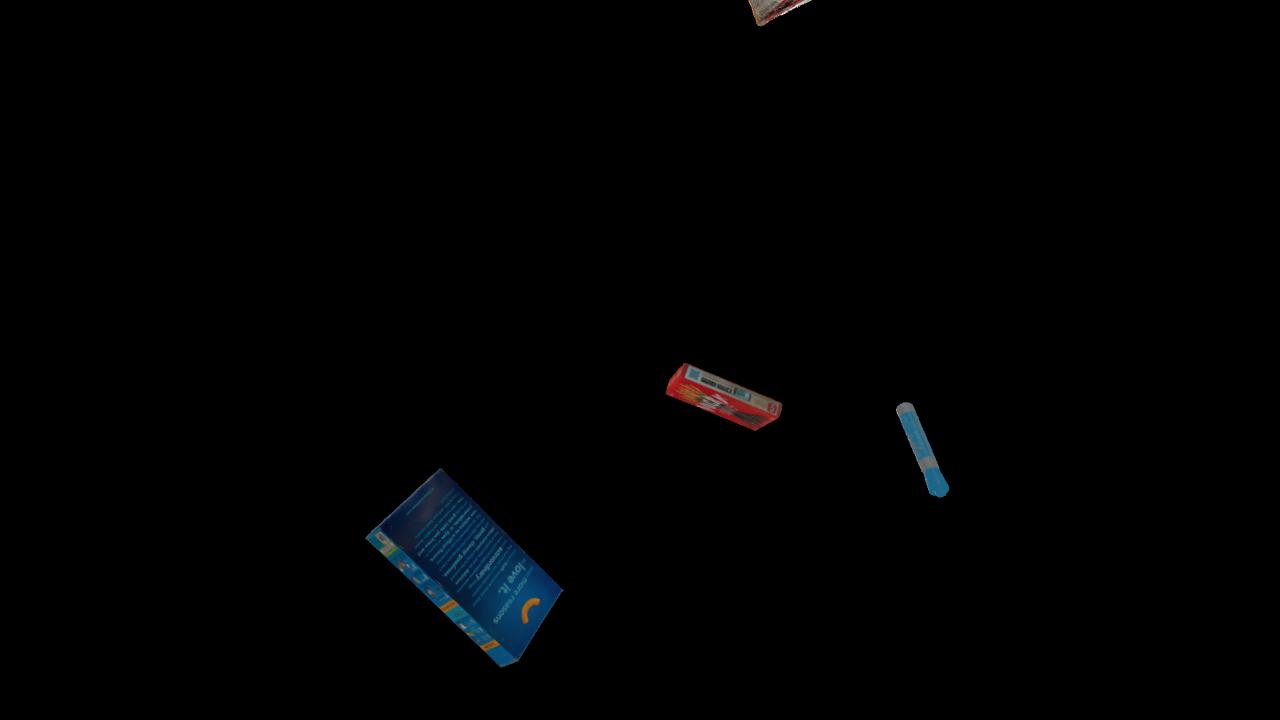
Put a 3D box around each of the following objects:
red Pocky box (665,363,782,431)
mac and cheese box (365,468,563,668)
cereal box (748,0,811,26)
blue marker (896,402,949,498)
[{"bbox_3d":[0.120,0.056,0.897,0.155,0.028,0.083,22,-23,-5],"label":"red Pocky box"},{"bbox_3d":[-0.171,0.206,0.616,0.041,0.184,0.093,-38,8,35],"label":"mac and cheese box"},{"bbox_3d":[0.090,-0.345,0.259,0.203,0.306,0.081,-28,17,-2],"label":"cereal box"},{"bbox_3d":[0.292,0.092,0.638,0.020,0.020,0.121,0,39,3],"label":"blue marker"}]
